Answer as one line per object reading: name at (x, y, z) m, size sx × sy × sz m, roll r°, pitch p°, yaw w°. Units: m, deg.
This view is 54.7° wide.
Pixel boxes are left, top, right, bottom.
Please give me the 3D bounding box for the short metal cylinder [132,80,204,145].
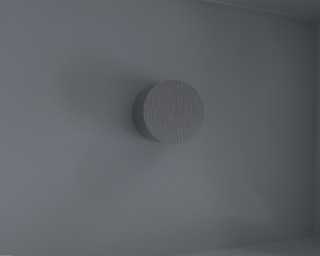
short metal cylinder at (0.010, -0.020, 0.402) m, size 0.081 × 0.050 × 0.079 m, roll 0°, pitch 90°, yaw -21°
